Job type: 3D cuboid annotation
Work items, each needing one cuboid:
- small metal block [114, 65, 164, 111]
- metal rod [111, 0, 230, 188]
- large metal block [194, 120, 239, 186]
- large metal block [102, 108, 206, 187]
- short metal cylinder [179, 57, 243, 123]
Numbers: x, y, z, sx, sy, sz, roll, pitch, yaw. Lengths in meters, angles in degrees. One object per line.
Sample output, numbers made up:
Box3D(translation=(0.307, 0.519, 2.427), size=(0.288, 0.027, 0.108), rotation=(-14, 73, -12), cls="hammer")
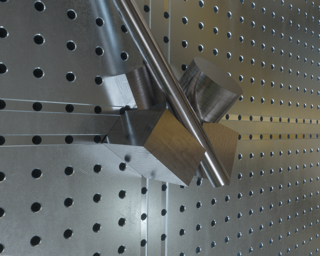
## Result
Box3D(translation=(-0.023, -0.051, 0.392), size=(0.050, 0.025, 0.050), rotation=(-31, 109, -36), cls="small metal block")
Box3D(translation=(0.007, -0.060, 0.377), size=(0.025, 0.025, 0.299), rotation=(-35, 100, -35), cls="metal rod")
Box3D(translation=(0.063, 0.034, 0.448), size=(0.080, 0.050, 0.080), rotation=(22, 76, -38), cls="large metal block")
Box3D(translation=(-0.007, 0.022, 0.369), size=(0.080, 0.080, 0.050), rotation=(45, 63, -31), cls="large metal block")
Box3D(translation=(0.065, -0.052, 0.421), size=(0.081, 0.080, 0.050), rotation=(11, 127, -40), cls="short metal cylinder")
